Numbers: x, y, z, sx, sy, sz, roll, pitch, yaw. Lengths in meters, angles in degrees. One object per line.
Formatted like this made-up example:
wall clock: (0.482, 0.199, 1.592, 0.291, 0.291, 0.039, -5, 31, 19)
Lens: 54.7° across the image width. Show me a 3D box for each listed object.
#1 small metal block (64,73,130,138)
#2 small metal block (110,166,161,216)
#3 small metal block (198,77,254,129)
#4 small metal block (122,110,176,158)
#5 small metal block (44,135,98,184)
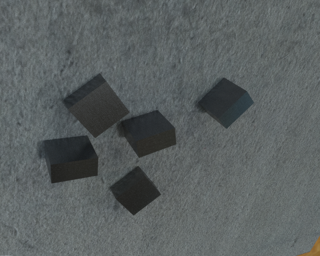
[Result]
small metal block: (-0.071, -0.025, 0.353, 0.050, 0.025, 0.050, -37, 130, -4)
small metal block: (-0.034, 0.091, 0.446, 0.050, 0.025, 0.050, -37, 130, -4)
small metal block: (0.089, -0.035, 0.420, 0.050, 0.050, 0.025, -44, 130, 2)
small metal block: (-0.014, 0.006, 0.388, 0.050, 0.050, 0.025, -19, 126, -18)
small metal block: (-0.103, 0.034, 0.357, 0.050, 0.050, 0.025, -7, 122, -26)
